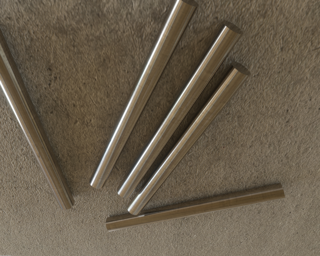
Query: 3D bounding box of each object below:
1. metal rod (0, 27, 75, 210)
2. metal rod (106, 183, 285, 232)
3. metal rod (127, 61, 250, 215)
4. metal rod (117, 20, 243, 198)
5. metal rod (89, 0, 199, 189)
[{"bbox_3d":[-0.166,0.011,0.415,0.025,0.025,0.298,-4,130,3],"label":"metal rod"},{"bbox_3d":[0.052,0.136,0.522,0.301,0.025,0.025,-14,129,11],"label":"metal rod"},{"bbox_3d":[0.024,0.034,0.436,0.025,0.025,0.298,21,127,-17],"label":"metal rod"},{"bbox_3d":[0.009,-0.002,0.405,0.025,0.025,0.298,20,127,-17],"label":"metal rod"},{"bbox_3d":[-0.035,-0.021,0.388,0.025,0.025,0.298,19,128,-16],"label":"metal rod"}]
